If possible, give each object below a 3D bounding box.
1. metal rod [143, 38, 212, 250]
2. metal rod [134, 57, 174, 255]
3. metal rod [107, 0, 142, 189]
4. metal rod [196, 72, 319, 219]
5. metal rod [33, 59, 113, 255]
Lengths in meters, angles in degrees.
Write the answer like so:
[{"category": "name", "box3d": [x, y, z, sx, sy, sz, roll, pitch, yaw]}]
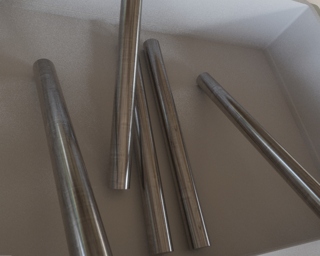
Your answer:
[{"category": "metal rod", "box3d": [0.016, 0.003, 0.412, 0.025, 0.025, 0.299, 2, 61, -28]}, {"category": "metal rod", "box3d": [-0.023, 0.000, 0.392, 0.025, 0.025, 0.299, 4, 60, -27]}, {"category": "metal rod", "box3d": [-0.037, -0.082, 0.358, 0.025, 0.025, 0.298, 6, 83, -25]}, {"category": "metal rod", "box3d": [0.124, 0.013, 0.386, 0.025, 0.025, 0.300, 1, 37, -28]}, {"category": "metal rod", "box3d": [-0.084, 0.016, 0.270, 0.025, 0.025, 0.300, 0, 36, -28]}]
